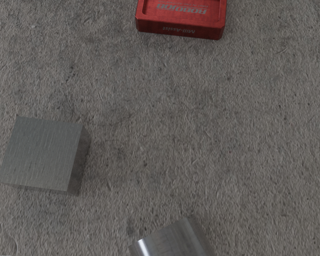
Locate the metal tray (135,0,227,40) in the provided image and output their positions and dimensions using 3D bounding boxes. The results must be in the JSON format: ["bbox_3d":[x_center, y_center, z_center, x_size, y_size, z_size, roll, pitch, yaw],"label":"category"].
[{"bbox_3d":[0.034,-0.187,0.473,0.131,0.030,0.090,7,70,2],"label":"metal tray"}]

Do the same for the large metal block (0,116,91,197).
[{"bbox_3d":[-0.137,0.036,0.381,0.080,0.050,0.080,7,70,2],"label":"large metal block"}]

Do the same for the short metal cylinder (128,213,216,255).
[{"bbox_3d":[0.013,0.132,0.331,0.080,0.080,0.050,-24,72,-9],"label":"short metal cylinder"}]
